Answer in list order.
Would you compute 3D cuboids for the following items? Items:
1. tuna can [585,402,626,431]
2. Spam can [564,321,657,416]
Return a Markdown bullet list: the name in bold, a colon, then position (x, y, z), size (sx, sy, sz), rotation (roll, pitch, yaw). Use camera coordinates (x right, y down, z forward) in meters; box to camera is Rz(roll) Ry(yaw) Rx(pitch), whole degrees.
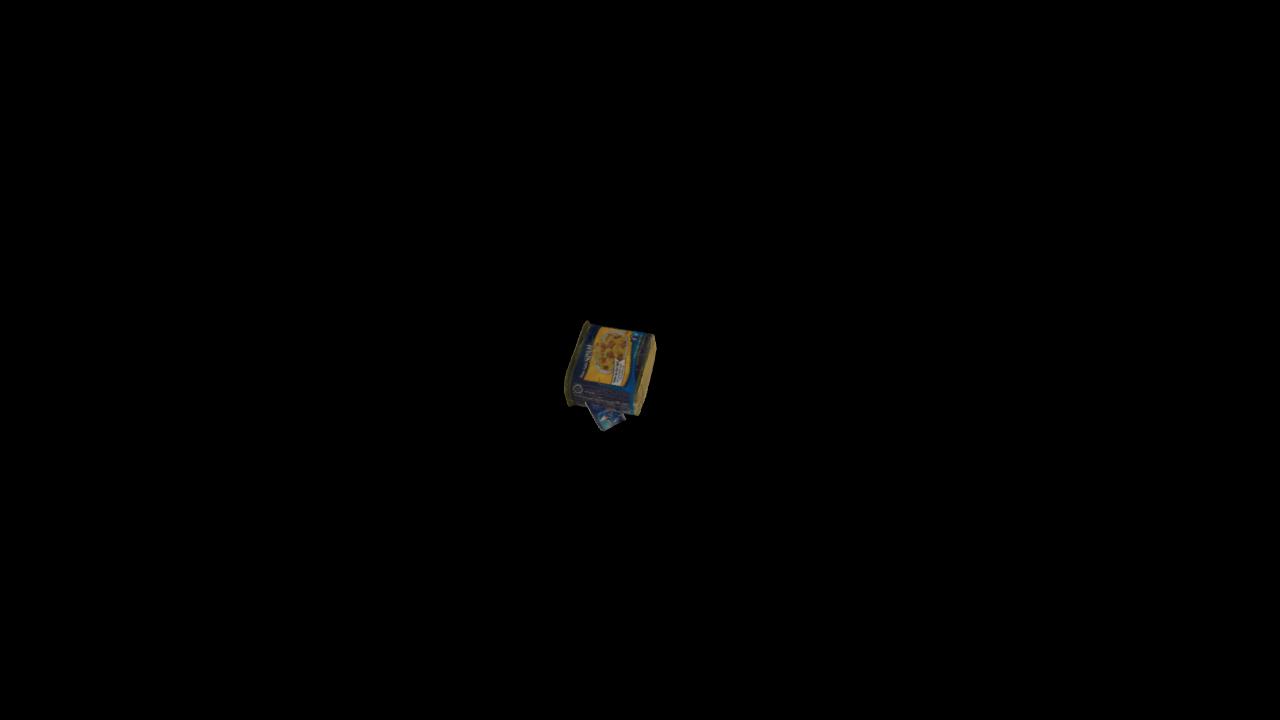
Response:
- **tuna can**: position (-0.050, 0.042, 0.730), size (0.034, 0.084, 0.084), rotation (-29, 3, -5)
- **Spam can**: position (-0.032, 0.010, 0.712), size (0.085, 0.101, 0.058), rotation (9, -34, 10)
